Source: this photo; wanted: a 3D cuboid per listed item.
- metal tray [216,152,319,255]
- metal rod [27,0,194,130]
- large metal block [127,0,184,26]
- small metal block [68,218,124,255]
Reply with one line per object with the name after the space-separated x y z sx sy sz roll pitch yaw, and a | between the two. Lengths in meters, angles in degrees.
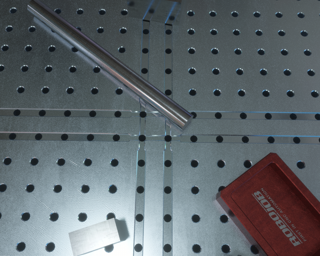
0.143 0.106 0.371 0.090 0.030 0.130 -34 74 -12 | metal tray
-0.078 -0.097 0.446 0.300 0.025 0.025 38 74 12 | metal rod
-0.001 -0.213 0.476 0.080 0.050 0.080 11 70 3 | large metal block
-0.070 0.124 0.352 0.050 0.050 0.025 -17 71 -6 | small metal block
